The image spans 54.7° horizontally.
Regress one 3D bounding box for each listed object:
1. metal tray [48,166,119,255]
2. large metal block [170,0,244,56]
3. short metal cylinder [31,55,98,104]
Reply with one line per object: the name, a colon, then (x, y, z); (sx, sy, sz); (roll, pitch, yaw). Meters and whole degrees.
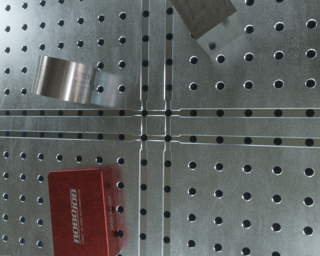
metal tray: (-0.111, 0.123, 0.448); (0.090, 0.030, 0.129); (-6, 88, 19)
large metal block: (0.052, -0.140, 0.365); (0.050, 0.080, 0.080); (-33, 80, 17)
short metal cylinder: (-0.131, -0.066, 0.428); (0.080, 0.080, 0.050); (14, 95, 19)
